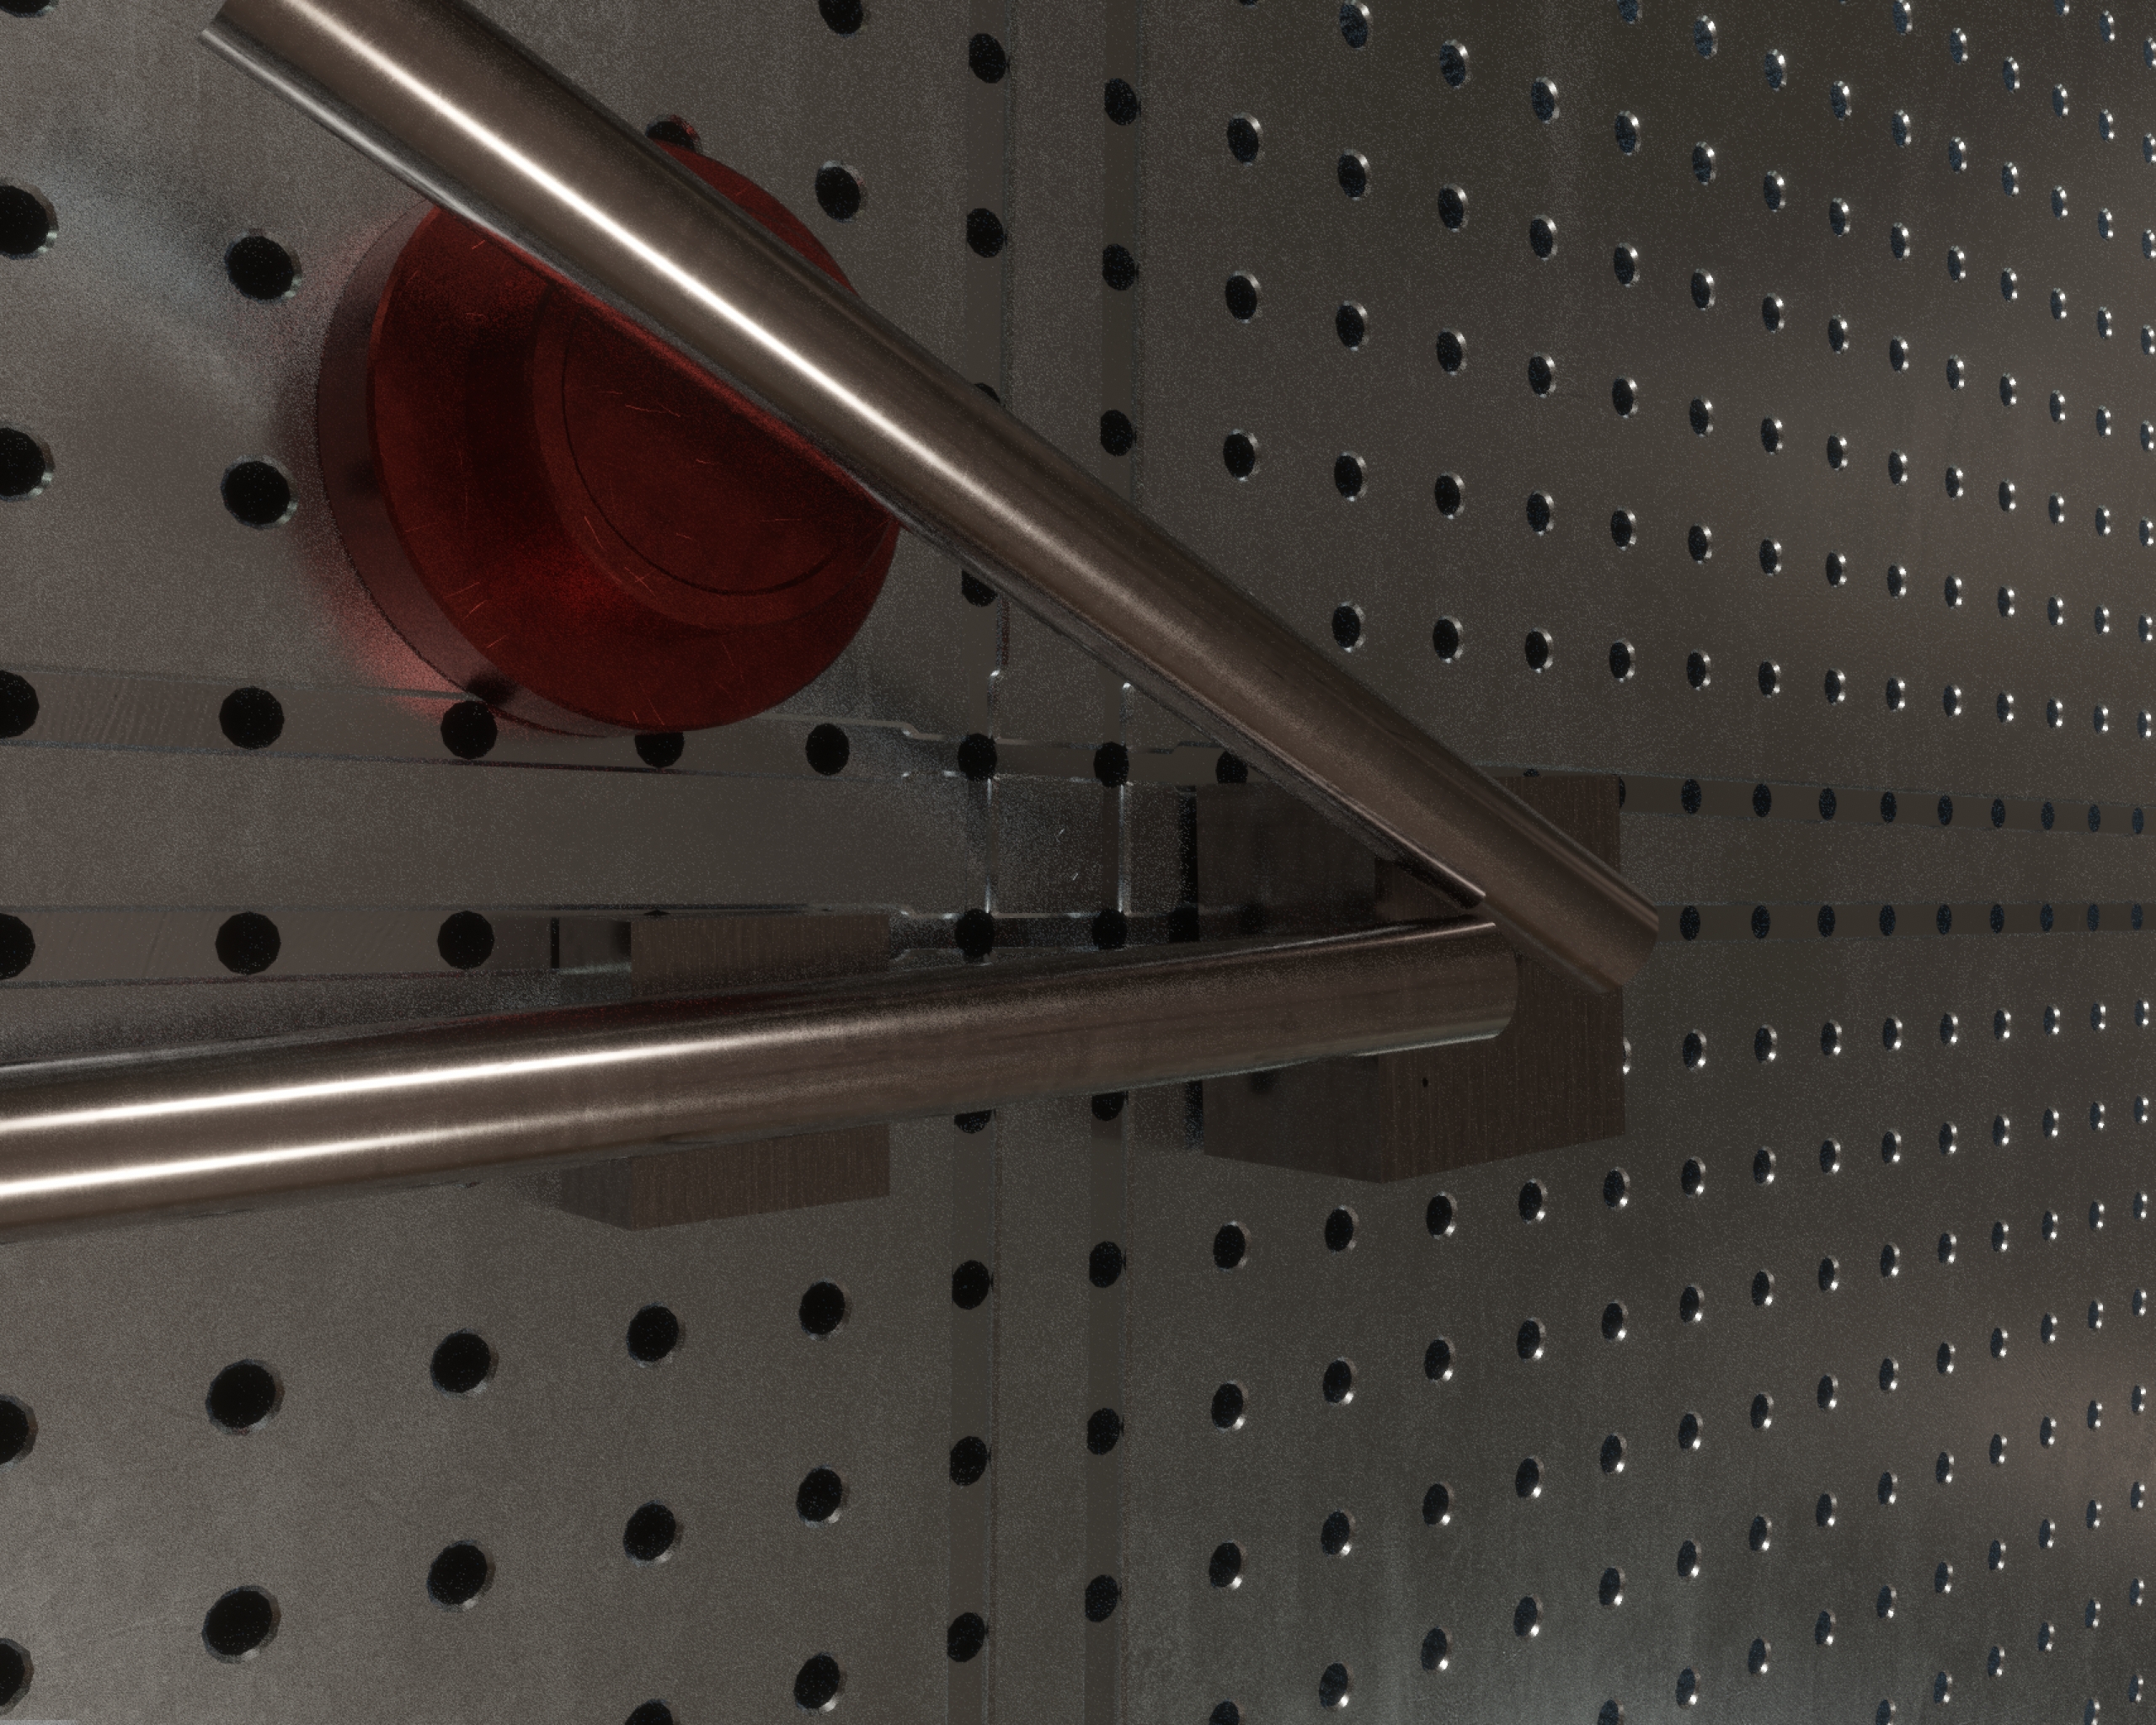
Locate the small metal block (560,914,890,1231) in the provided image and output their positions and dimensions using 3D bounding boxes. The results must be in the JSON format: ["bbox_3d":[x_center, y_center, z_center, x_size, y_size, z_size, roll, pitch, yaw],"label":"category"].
[{"bbox_3d":[-0.061,0.034,0.361,0.050,0.025,0.050,-1,91,-40],"label":"small metal block"}]

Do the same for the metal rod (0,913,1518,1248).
[{"bbox_3d":[-0.054,0.032,0.330,0.303,0.025,0.025,-4,93,-30],"label":"metal rod"}]

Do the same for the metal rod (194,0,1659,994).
[{"bbox_3d":[0.001,-0.050,0.349,0.301,0.025,0.025,31,70,-33],"label":"metal rod"}]

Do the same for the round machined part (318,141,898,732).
[{"bbox_3d":[-0.068,-0.070,0.342,0.099,0.042,0.097,0,90,-40],"label":"round machined part"}]

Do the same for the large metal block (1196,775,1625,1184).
[{"bbox_3d":[0.073,0.022,0.453,0.081,0.050,0.079,-3,92,-40],"label":"large metal block"}]
